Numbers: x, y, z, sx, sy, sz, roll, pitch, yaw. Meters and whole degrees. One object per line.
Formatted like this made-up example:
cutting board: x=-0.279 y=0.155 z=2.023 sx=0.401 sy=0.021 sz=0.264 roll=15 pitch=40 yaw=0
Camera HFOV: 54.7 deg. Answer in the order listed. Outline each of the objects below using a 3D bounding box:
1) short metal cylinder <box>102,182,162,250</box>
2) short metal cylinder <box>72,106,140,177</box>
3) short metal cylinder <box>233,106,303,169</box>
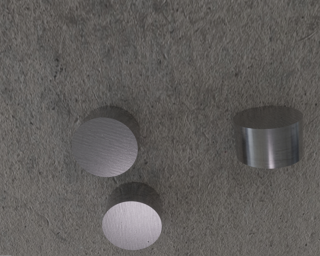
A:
short metal cylinder: x=-0.038 y=0.124 z=0.442 sx=0.081 sy=0.050 sz=0.079 roll=0 pitch=110 yaw=0
short metal cylinder: x=-0.067 y=0.016 z=0.402 sx=0.081 sy=0.050 sz=0.079 roll=0 pitch=110 yaw=0
short metal cylinder: x=0.134 y=0.009 z=0.385 sx=0.080 sy=0.080 sz=0.050 roll=-9 pitch=110 yaw=3
